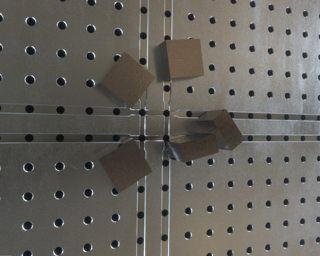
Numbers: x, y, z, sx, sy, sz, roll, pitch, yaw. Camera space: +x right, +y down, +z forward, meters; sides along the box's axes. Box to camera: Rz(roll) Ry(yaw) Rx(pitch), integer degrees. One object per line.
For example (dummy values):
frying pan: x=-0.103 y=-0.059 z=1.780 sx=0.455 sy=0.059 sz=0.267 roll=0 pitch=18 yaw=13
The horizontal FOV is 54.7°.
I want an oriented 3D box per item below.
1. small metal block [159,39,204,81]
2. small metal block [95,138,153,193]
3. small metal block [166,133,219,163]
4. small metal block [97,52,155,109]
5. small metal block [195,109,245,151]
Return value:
small metal block: x=0.030 y=-0.094 z=0.425 sx=0.050 sy=0.025 sz=0.050 roll=-8 pitch=93 yaw=-20
small metal block: x=-0.046 y=0.047 z=0.397 sx=0.050 sy=0.025 sz=0.050 roll=-32 pitch=101 yaw=-18
small metal block: x=0.043 y=0.025 z=0.416 sx=0.050 sy=0.050 sz=0.025 roll=-14 pitch=95 yaw=-20
small metal block: x=-0.043 y=-0.060 z=0.397 sx=0.050 sy=0.025 sz=0.050 roll=39 pitch=77 yaw=-16
small metal block: x=0.083 y=0.002 z=0.431 sx=0.025 sy=0.050 sz=0.050 roll=-38 pitch=103 yaw=-16
